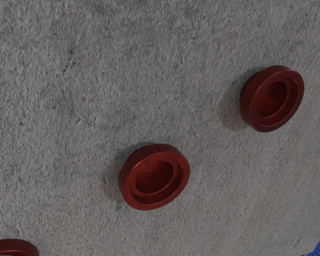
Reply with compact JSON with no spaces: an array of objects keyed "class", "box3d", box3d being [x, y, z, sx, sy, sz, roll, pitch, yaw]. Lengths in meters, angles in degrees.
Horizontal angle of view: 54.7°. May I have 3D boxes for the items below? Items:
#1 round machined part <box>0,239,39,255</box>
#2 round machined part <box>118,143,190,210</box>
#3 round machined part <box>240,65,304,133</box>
[{"class":"round machined part","box3d":[-0.207,0.196,0.404,0.099,0.042,0.097,-14,124,-21]},{"class":"round machined part","box3d":[-0.011,0.062,0.428,0.099,0.042,0.097,-14,124,-21]},{"class":"round machined part","box3d":[0.157,-0.045,0.453,0.099,0.042,0.097,-14,124,-21]}]
